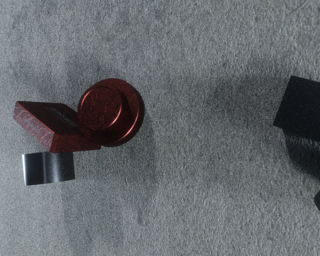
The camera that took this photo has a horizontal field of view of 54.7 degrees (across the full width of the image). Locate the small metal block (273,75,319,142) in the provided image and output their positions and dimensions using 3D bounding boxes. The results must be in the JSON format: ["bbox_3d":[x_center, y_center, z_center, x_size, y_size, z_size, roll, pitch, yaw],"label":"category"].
[{"bbox_3d":[0.142,-0.017,0.288,0.050,0.025,0.050,26,106,37],"label":"small metal block"}]

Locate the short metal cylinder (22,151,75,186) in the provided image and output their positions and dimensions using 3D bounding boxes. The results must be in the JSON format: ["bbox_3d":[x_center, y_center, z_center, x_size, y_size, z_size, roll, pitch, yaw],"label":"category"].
[{"bbox_3d":[-0.187,0.066,0.524,0.080,0.081,0.050,-11,83,39],"label":"short metal cylinder"}]

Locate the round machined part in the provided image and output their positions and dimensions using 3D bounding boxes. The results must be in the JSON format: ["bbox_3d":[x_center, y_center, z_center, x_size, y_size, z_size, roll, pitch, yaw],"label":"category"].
[{"bbox_3d":[-0.075,-0.025,0.434,0.098,0.042,0.098,-5,75,19],"label":"round machined part"}]

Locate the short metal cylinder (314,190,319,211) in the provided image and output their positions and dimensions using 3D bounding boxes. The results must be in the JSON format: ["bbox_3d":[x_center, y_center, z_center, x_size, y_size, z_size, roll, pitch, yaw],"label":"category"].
[{"bbox_3d":[0.168,0.058,0.231,0.080,0.081,0.050,40,115,32],"label":"short metal cylinder"}]

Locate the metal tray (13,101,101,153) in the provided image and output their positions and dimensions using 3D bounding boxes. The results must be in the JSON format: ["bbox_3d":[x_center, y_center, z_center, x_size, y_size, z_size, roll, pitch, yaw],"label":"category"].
[{"bbox_3d":[-0.162,-0.005,0.496,0.130,0.091,0.030,30,109,36],"label":"metal tray"}]
